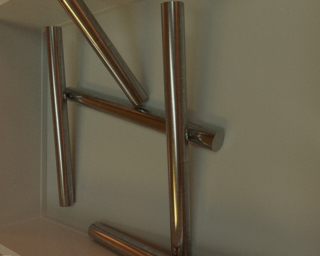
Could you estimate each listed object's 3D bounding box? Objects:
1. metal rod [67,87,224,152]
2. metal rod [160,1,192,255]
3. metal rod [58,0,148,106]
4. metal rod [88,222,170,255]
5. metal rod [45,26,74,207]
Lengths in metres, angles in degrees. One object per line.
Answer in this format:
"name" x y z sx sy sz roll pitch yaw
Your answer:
"metal rod" -0.046 -0.022 0.444 0.300 0.025 0.025 19 102 38
"metal rod" 0.020 0.014 0.357 0.025 0.025 0.298 7 104 40
"metal rod" -0.105 -0.150 0.371 0.025 0.025 0.299 -13 123 39
"metal rod" -0.003 0.165 0.382 0.300 0.025 0.025 2 91 48
"metal rod" -0.166 -0.014 0.518 0.025 0.025 0.298 7 102 40
